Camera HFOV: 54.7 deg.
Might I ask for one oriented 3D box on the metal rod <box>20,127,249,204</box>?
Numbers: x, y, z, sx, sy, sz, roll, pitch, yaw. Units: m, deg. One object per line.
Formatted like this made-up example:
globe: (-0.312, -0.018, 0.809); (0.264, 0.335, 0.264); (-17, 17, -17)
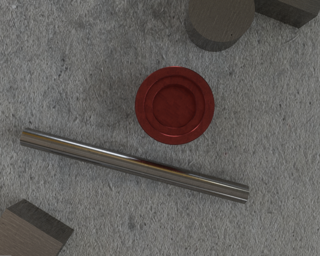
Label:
metal rod: (-0.032, 0.050, 0.409); (0.302, 0.025, 0.025); (15, 90, -1)

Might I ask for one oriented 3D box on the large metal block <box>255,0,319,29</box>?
large metal block: (0.168, -0.188, 0.400); (0.080, 0.050, 0.080); (21, 90, -1)

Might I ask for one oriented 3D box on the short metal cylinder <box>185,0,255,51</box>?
short metal cylinder: (0.074, -0.144, 0.398); (0.081, 0.050, 0.079); (0, 90, -1)

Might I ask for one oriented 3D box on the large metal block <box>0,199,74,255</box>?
large metal block: (-0.172, 0.151, 0.395); (0.080, 0.050, 0.080); (33, 90, -1)

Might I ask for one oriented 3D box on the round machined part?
round machined part: (0.018, -0.028, 0.402); (0.099, 0.042, 0.097); (0, 90, -1)
